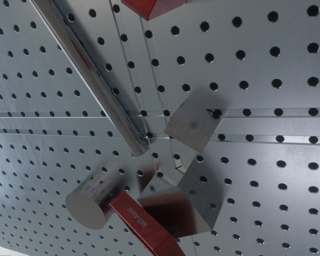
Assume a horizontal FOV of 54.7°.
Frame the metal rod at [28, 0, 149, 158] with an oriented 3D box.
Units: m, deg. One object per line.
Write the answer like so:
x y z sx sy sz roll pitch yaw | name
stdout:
-0.104 -0.088 0.411 0.025 0.025 0.299 -22 107 36 | metal rod

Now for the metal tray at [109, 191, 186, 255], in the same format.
-0.016 0.158 0.461 0.130 0.030 0.090 27 151 49 | metal tray

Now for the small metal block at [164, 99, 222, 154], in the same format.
0.040 -0.003 0.372 0.050 0.050 0.025 30 128 9 | small metal block

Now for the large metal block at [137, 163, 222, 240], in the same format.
0.028 0.108 0.447 0.080 0.050 0.080 -28 103 37 | large metal block

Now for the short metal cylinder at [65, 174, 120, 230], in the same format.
-0.114 0.127 0.534 0.080 0.050 0.079 13 124 21 | short metal cylinder

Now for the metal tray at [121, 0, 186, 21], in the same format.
0.023 -0.160 0.257 0.030 0.090 0.129 37 129 3 | metal tray
